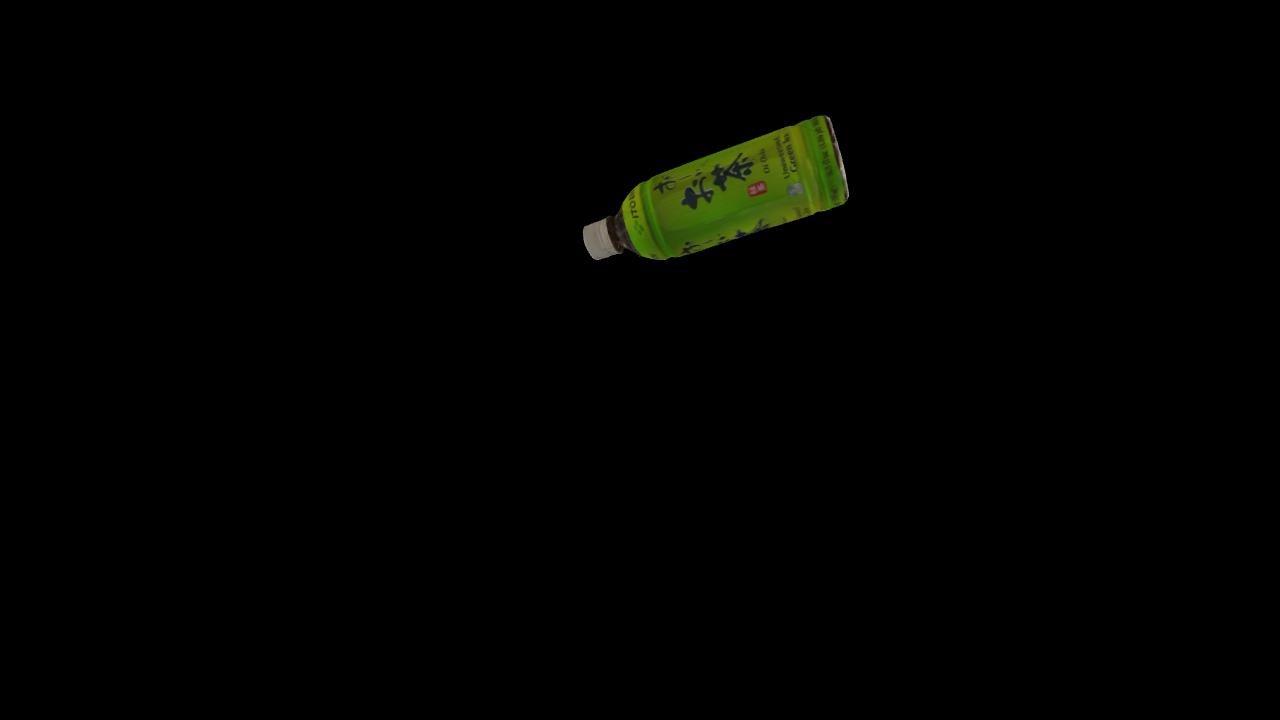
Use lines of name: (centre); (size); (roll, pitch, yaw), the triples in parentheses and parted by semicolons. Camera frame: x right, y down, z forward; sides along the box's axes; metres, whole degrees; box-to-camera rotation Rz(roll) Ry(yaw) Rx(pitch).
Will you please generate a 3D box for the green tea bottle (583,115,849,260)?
green tea bottle: (0.054, -0.126, 0.497); (0.212, 0.073, 0.073); (-15, -5, 20)
